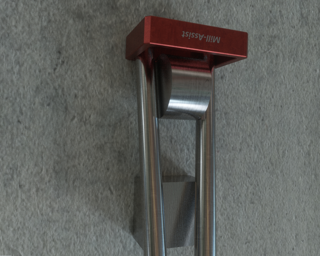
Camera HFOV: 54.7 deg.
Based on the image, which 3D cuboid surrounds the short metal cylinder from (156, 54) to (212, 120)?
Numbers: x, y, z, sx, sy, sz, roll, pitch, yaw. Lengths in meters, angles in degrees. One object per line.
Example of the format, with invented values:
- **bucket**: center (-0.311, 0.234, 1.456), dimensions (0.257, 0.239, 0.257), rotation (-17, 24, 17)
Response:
- **short metal cylinder**: center (0.023, -0.050, 0.391), dimensions (0.050, 0.080, 0.079), rotation (2, 90, -21)

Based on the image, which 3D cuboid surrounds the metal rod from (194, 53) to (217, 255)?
- **metal rod**: center (0.056, 0.046, 0.383), dimensions (0.025, 0.025, 0.299), rotation (9, 72, -20)

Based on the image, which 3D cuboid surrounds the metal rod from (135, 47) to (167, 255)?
- **metal rod**: center (-0.011, 0.042, 0.359), dimensions (0.025, 0.025, 0.299), rotation (2, 74, -20)

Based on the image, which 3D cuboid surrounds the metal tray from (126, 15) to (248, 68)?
- **metal tray**: center (0.031, -0.102, 0.388), dimensions (0.131, 0.090, 0.030), rotation (2, 90, -20)

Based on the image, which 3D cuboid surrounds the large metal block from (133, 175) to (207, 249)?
- **large metal block**: center (0.011, 0.105, 0.400), dimensions (0.081, 0.050, 0.079), rotation (2, 90, -20)
